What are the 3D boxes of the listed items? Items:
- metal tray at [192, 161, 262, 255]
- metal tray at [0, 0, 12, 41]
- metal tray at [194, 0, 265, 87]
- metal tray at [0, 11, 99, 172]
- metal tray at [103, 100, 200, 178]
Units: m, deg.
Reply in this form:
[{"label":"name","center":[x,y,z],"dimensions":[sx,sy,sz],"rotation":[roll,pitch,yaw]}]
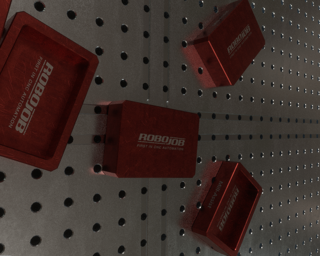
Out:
[{"label":"metal tray","center":[0.113,0.130,0.504],"dimensions":[0.090,0.030,0.130],"rotation":[46,63,-31]},{"label":"metal tray","center":[-0.147,-0.088,0.244],"dimensions":[0.030,0.090,0.129],"rotation":[18,79,-39]},{"label":"metal tray","center":[0.118,-0.140,0.508],"dimensions":[0.130,0.030,0.090],"rotation":[-49,120,-29]},{"label":"metal tray","center":[-0.124,-0.032,0.302],"dimensions":[0.090,0.030,0.130],"rotation":[28,72,-37]},{"label":"metal tray","center":[-0.006,0.018,0.403],"dimensions":[0.131,0.030,0.089],"rotation":[8,85,-40]}]
